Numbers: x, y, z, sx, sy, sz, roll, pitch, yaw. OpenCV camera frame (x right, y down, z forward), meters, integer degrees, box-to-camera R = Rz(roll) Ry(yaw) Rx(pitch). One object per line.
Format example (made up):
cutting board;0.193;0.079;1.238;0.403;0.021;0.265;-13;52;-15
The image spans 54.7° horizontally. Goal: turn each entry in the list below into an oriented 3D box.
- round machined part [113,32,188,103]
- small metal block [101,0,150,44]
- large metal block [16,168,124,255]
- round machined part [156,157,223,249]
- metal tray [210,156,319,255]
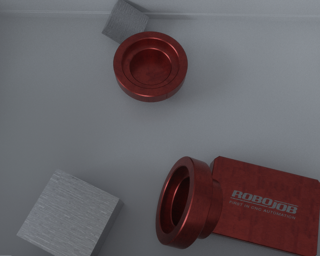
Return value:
round machined part;-0.013;-0.080;0.428;0.099;0.042;0.098;1;72;-2
small metal block;-0.050;-0.151;0.453;0.050;0.025;0.050;27;70;-22
large metal block;-0.098;0.104;0.357;0.080;0.050;0.080;24;72;8
round machined part;0.034;0.084;0.344;0.042;0.098;0.098;20;70;-14
metal tray;0.120;0.094;0.372;0.131;0.030;0.090;14;70;3
